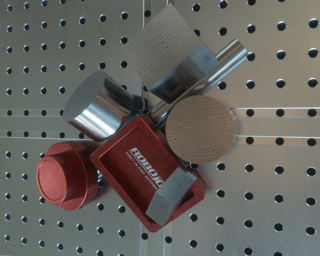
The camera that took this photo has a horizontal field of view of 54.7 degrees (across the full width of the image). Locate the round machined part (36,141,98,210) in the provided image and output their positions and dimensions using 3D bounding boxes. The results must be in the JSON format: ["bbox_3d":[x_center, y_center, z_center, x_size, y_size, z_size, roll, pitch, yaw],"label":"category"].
[{"bbox_3d":[-0.137,0.069,0.438,0.098,0.042,0.097,5,99,35],"label":"round machined part"}]

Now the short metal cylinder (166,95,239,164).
[{"bbox_3d":[0.053,0.002,0.380,0.080,0.050,0.079,0,90,20],"label":"short metal cylinder"}]

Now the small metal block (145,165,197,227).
[{"bbox_3d":[0.013,0.080,0.363,0.025,0.050,0.050,36,137,14],"label":"small metal block"}]

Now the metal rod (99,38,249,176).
[{"bbox_3d":[-0.012,-0.009,0.418,0.300,0.025,0.025,-39,78,16],"label":"metal rod"}]

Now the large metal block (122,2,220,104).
[{"bbox_3d":[0.012,-0.090,0.383,0.080,0.050,0.080,-39,58,16],"label":"large metal block"}]

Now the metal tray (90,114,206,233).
[{"bbox_3d":[-0.015,0.058,0.400,0.090,0.030,0.130,-39,90,16],"label":"metal tray"}]

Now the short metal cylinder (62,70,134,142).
[{"bbox_3d":[-0.081,-0.028,0.406,0.080,0.050,0.080,-31,37,27],"label":"short metal cylinder"}]
